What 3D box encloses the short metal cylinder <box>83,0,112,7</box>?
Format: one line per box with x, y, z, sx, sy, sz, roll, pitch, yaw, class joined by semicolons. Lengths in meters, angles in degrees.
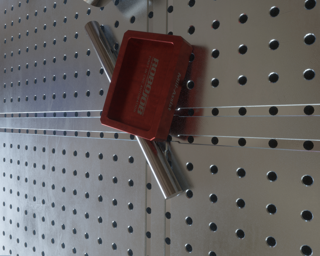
-0.089;-0.225;0.447;0.050;0.081;0.080;-23;75;38;short metal cylinder

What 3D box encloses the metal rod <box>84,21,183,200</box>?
-0.046;-0.039;0.447;0.025;0.025;0.299;-41;65;32;metal rod

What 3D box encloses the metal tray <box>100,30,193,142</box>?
-0.019;-0.055;0.401;0.090;0.030;0.129;17;92;30;metal tray
